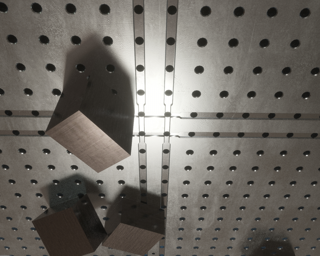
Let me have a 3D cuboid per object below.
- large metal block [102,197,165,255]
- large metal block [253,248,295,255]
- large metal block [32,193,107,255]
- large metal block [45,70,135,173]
[{"bbox_3d":[-0.046,0.175,0.544,0.080,0.050,0.080,22,127,-19],"label":"large metal block"},{"bbox_3d":[0.237,0.304,0.658,0.081,0.050,0.079,14,129,-12],"label":"large metal block"},{"bbox_3d":[-0.148,0.166,0.512,0.080,0.050,0.080,-23,96,18],"label":"large metal block"},{"bbox_3d":[-0.077,-0.008,0.368,0.050,0.080,0.080,-29,125,22],"label":"large metal block"}]
